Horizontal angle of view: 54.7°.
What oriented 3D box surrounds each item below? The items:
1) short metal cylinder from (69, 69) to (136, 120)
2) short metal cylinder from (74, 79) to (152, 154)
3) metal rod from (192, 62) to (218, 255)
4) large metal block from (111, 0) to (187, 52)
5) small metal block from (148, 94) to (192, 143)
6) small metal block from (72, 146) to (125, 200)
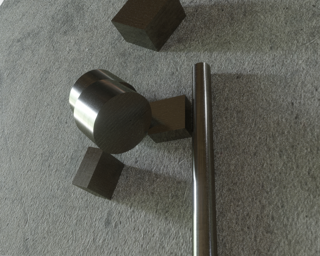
[{"bbox_3d":[-0.077,-0.036,0.431,0.080,0.080,0.050,-49,51,-7],"label":"short metal cylinder"},{"bbox_3d":[-0.057,-0.014,0.382,0.080,0.080,0.050,-50,47,-7],"label":"short metal cylinder"},{"bbox_3d":[0.049,0.048,0.348,0.025,0.025,0.299,-10,57,22],"label":"metal rod"},{"bbox_3d":[-0.018,-0.180,0.508,0.080,0.050,0.080,28,77,37],"label":"large metal block"},{"bbox_3d":[0.014,-0.011,0.404,0.050,0.025,0.050,-11,57,22],"label":"small metal block"},{"bbox_3d":[-0.076,0.058,0.392,0.025,0.050,0.050,7,65,31],"label":"small metal block"}]
